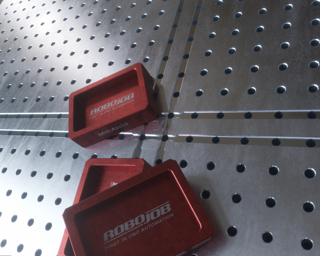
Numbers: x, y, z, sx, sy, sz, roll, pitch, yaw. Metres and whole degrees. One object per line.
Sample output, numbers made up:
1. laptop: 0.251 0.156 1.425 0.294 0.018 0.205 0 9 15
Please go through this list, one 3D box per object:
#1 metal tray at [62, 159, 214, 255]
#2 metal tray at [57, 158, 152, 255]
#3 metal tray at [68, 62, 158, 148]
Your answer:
1. metal tray: -0.023 0.100 0.320 0.131 0.030 0.090 -25 63 -8
2. metal tray: -0.062 0.102 0.373 0.090 0.030 0.130 -3 60 26
3. metal tray: -0.074 -0.034 0.462 0.130 0.030 0.090 -21 54 15
